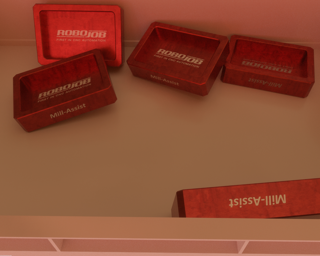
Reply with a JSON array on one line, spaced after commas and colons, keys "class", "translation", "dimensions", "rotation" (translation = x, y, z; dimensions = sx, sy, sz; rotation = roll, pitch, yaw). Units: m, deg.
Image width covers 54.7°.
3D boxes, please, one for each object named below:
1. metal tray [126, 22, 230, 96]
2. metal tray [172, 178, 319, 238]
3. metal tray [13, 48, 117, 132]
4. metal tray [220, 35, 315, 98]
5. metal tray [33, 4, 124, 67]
[{"class": "metal tray", "translation": [0.027, -0.107, 0.466], "dimensions": [0.130, 0.030, 0.090], "rotation": [20, 69, 24]}, {"class": "metal tray", "translation": [0.079, 0.079, 0.293], "dimensions": [0.131, 0.090, 0.030], "rotation": [-4, 65, -4]}, {"class": "metal tray", "translation": [-0.134, -0.055, 0.433], "dimensions": [0.131, 0.030, 0.090], "rotation": [-19, 52, -4]}, {"class": "metal tray", "translation": [0.168, -0.100, 0.486], "dimensions": [0.131, 0.030, 0.090], "rotation": [13, 51, 10]}, {"class": "metal tray", "translation": [-0.123, -0.143, 0.480], "dimensions": [0.131, 0.089, 0.030], "rotation": [1, 17, 1]}]
